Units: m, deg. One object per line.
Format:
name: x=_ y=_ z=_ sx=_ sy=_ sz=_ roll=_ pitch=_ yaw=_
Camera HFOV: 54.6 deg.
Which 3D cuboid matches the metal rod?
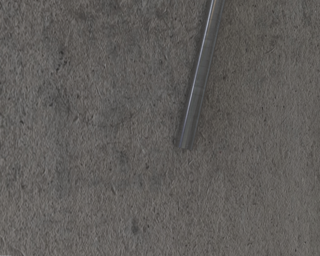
metal rod: x=0.066 y=-0.117 z=0.432 sx=0.025 sy=0.025 sz=0.299 roll=15 pitch=85 yaw=-20
